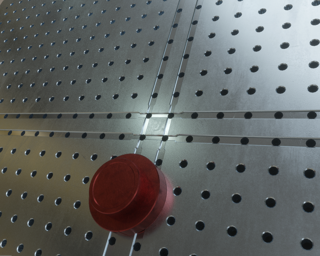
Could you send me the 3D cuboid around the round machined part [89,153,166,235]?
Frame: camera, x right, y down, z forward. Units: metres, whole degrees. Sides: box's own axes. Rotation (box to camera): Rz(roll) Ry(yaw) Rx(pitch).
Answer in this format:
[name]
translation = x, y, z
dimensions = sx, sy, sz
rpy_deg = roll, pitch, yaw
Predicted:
[round machined part]
translation = -0.045, 0.075, 0.374
dimensions = 0.098, 0.042, 0.098
rpy_deg = -13, 56, 20
